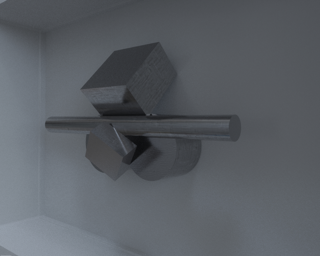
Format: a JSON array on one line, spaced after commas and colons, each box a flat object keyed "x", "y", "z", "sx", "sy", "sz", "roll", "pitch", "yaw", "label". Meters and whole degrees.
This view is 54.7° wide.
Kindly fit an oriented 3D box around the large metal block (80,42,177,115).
[{"x": -0.038, "y": -0.059, "z": 0.391, "sx": 0.080, "sy": 0.050, "sz": 0.080, "roll": 1, "pitch": 48, "yaw": 39, "label": "large metal block"}]

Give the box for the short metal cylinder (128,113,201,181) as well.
[{"x": 0.003, "y": 0.022, "z": 0.385, "sx": 0.080, "sy": 0.050, "sz": 0.079, "roll": 0, "pitch": 90, "yaw": 39, "label": "short metal cylinder"}]

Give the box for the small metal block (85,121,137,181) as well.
[{"x": -0.060, "y": 0.028, "z": 0.373, "sx": 0.050, "sy": 0.025, "sz": 0.050, "roll": 37, "pitch": 136, "yaw": 13, "label": "small metal block"}]

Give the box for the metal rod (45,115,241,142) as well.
[{"x": -0.048, "y": -0.003, "z": 0.377, "sx": 0.300, "sy": 0.025, "sz": 0.025, "roll": 1, "pitch": 91, "yaw": 39, "label": "metal rod"}]

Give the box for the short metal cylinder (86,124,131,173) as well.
[{"x": -0.059, "y": 0.021, "z": 0.435, "sx": 0.080, "sy": 0.050, "sz": 0.079, "roll": 0, "pitch": 90, "yaw": 39, "label": "short metal cylinder"}]
